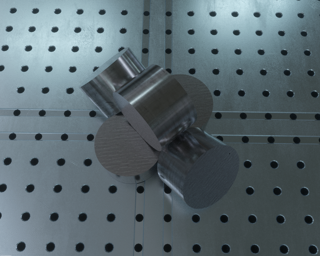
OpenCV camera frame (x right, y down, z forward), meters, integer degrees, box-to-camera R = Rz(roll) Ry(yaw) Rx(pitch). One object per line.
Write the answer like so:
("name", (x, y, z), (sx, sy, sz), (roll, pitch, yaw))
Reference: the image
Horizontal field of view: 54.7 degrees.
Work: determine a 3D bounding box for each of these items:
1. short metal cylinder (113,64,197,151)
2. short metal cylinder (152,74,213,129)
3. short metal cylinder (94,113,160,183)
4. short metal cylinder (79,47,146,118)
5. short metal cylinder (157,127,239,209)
("short metal cylinder", (-0.006, -0.021, 0.336), (0.050, 0.080, 0.080), (-40, 75, -13))
("short metal cylinder", (0.026, -0.023, 0.406), (0.081, 0.050, 0.080), (0, 70, 0))
("short metal cylinder", (-0.037, 0.026, 0.388), (0.081, 0.050, 0.080), (0, 70, 0))
("short metal cylinder", (-0.055, -0.058, 0.396), (0.080, 0.080, 0.050), (-44, 110, -15))
("short metal cylinder", (0.044, 0.045, 0.359), (0.080, 0.080, 0.050), (-39, 39, -13))
